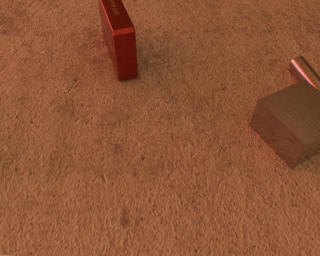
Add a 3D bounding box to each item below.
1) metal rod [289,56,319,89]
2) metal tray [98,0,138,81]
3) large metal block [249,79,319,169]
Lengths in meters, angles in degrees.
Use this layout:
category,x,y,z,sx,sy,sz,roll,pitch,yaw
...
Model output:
category,x,y,z,sx,sy,sz,roll,pitch,yaw
metal rod,0.249,0.008,0.399,0.025,0.025,0.300,-9,51,-8
metal tray,-0.067,-0.148,0.484,0.030,0.089,0.130,-14,52,-11
large metal block,0.177,-0.007,0.395,0.081,0.050,0.080,-23,54,-18
